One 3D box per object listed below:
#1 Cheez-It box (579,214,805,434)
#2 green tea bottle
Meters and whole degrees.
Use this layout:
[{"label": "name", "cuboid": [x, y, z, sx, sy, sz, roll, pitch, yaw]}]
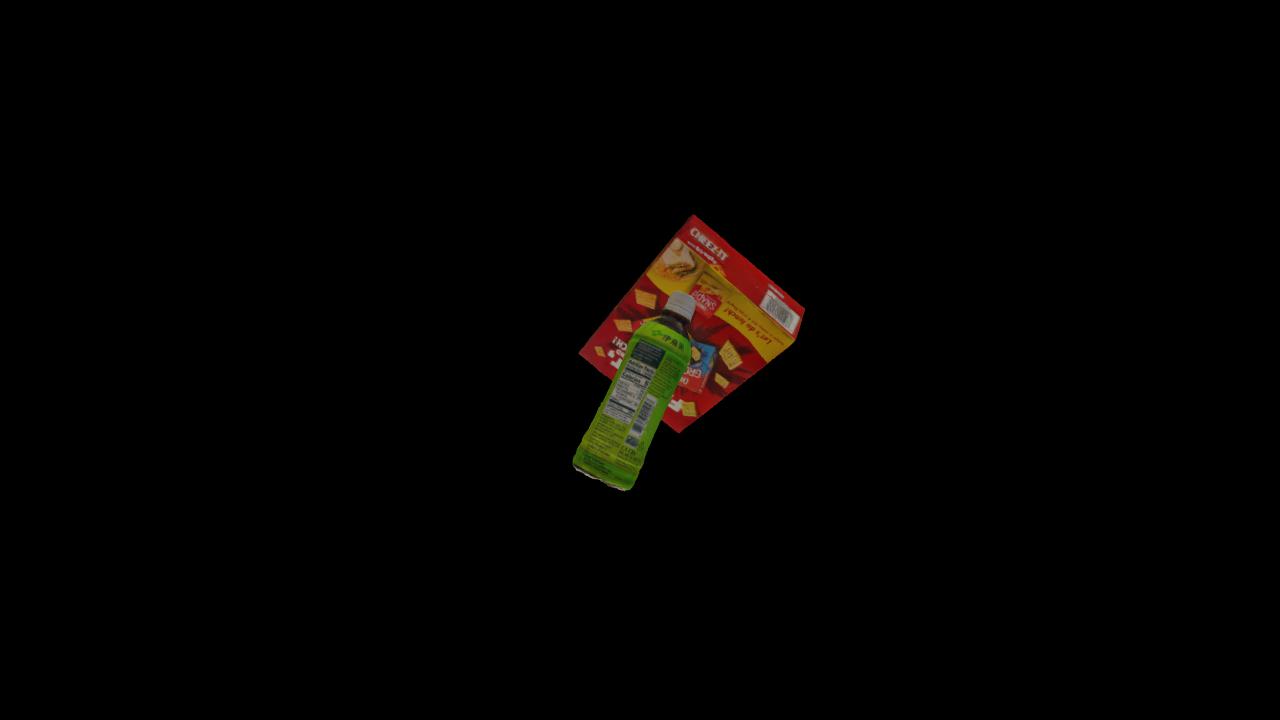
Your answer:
[{"label": "Cheez-It box", "cuboid": [0.053, -0.031, 0.714, 0.223, 0.166, 0.071, -47, 6, 42]}, {"label": "green tea bottle", "cuboid": [0.004, 0.027, 0.639, 0.073, 0.212, 0.073, 26, -5, 3]}]
